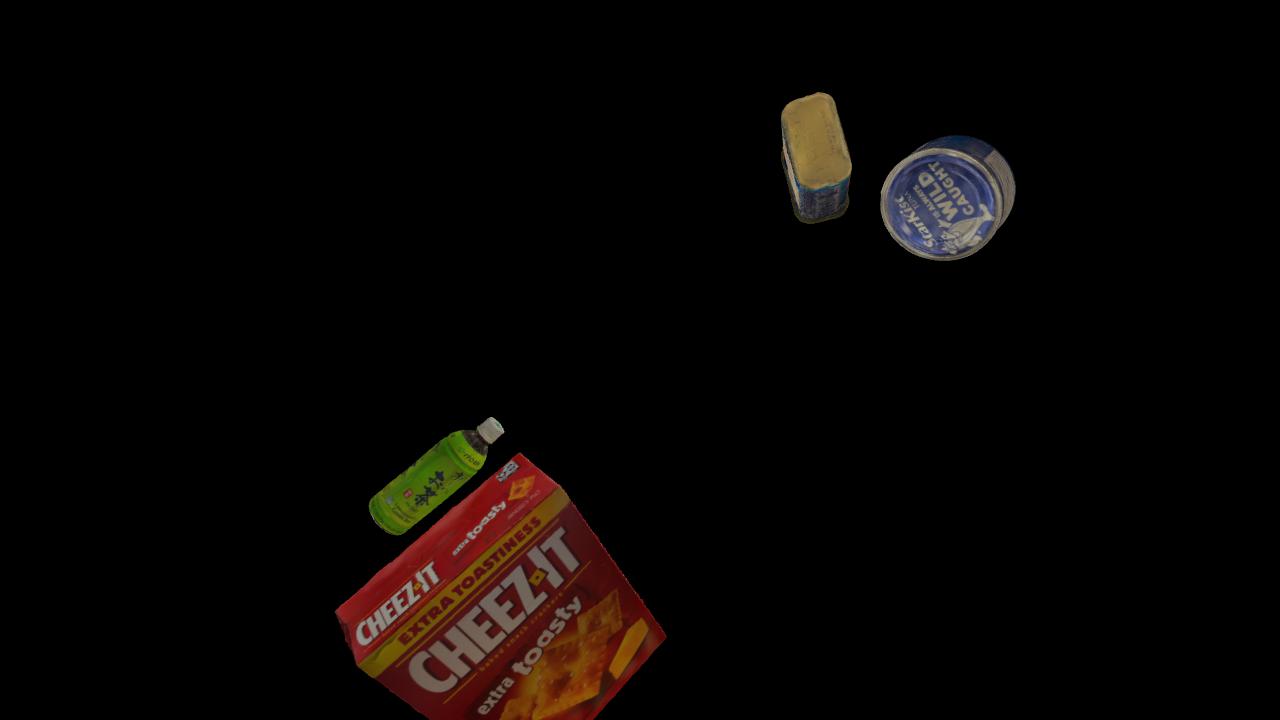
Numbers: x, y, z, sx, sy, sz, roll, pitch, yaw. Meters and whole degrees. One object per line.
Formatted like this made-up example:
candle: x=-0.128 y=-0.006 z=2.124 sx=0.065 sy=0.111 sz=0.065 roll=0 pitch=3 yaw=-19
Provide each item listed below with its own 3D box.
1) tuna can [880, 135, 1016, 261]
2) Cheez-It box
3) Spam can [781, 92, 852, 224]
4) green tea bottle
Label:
tuna can: x=0.221 y=-0.117 z=0.445 sx=0.034 sy=0.084 sz=0.084 roll=-38 pitch=23 yaw=-33
Cheez-It box: x=-0.090 y=0.206 z=0.479 sx=0.166 sy=0.223 sz=0.071 roll=-41 pitch=36 yaw=-20
Spam can: x=0.177 y=-0.203 z=0.623 sx=0.058 sy=0.101 sz=0.085 roll=-13 pitch=-13 yaw=13
green tea bottle: x=-0.284 y=0.159 z=0.881 sx=0.212 sy=0.073 sz=0.073 roll=-40 pitch=1 yaw=-1
